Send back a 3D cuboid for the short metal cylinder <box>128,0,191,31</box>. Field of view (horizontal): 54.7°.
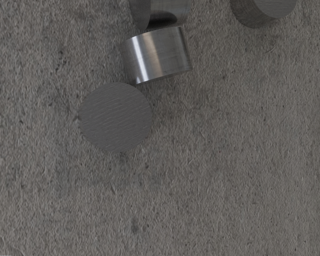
[{"bbox_3d":[-0.003,-0.163,0.378,0.050,0.080,0.080,-14,95,-19],"label":"short metal cylinder"}]

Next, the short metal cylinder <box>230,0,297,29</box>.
[{"bbox_3d":[0.150,-0.192,0.450,0.081,0.050,0.080,0,90,-20],"label":"short metal cylinder"}]

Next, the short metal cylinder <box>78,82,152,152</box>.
[{"bbox_3d":[-0.056,-0.012,0.375,0.081,0.050,0.080,0,90,-20],"label":"short metal cylinder"}]

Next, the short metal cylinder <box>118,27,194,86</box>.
[{"bbox_3d":[-0.005,-0.085,0.378,0.081,0.080,0.050,-18,96,-19],"label":"short metal cylinder"}]
